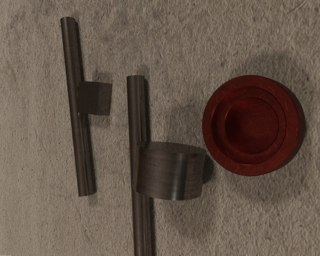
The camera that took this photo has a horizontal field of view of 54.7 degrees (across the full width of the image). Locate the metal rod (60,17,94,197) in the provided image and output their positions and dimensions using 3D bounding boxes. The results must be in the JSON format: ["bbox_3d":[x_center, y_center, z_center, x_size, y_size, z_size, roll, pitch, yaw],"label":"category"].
[{"bbox_3d":[-0.138,-0.038,0.515,0.025,0.025,0.298,-13,82,39],"label":"metal rod"}]

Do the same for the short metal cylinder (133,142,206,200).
[{"bbox_3d":[0.011,0.047,0.359,0.080,0.081,0.050,10,96,39],"label":"short metal cylinder"}]

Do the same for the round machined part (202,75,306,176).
[{"bbox_3d":[0.096,-0.002,0.314,0.098,0.042,0.097,0,90,39],"label":"round machined part"}]

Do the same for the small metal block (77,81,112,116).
[{"bbox_3d":[-0.103,-0.047,0.488,0.050,0.025,0.050,10,96,39],"label":"small metal block"}]

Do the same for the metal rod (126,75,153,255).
[{"bbox_3d":[-0.027,0.078,0.425,0.025,0.025,0.298,-4,87,39],"label":"metal rod"}]
